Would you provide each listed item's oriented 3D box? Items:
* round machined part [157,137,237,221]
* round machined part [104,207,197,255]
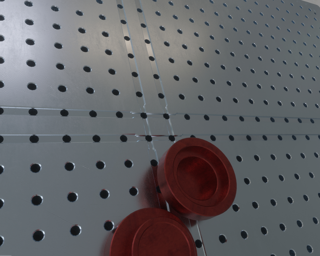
[{"bbox_3d":[0.041,0.064,0.380,0.099,0.042,0.098,13,56,-21],"label":"round machined part"},{"bbox_3d":[-0.004,0.129,0.316,0.099,0.042,0.098,13,56,-21],"label":"round machined part"}]
